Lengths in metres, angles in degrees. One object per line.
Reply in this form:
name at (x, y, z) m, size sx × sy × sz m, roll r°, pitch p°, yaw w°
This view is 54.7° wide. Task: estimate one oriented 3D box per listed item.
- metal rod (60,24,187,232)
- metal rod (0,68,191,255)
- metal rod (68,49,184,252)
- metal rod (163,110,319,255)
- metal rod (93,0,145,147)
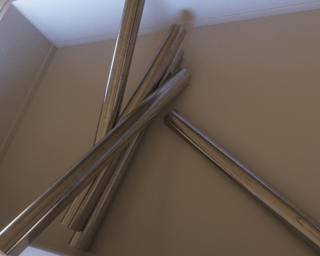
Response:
metal rod at (-0.038, -0.013, 0.400) m, size 0.025 × 0.025 × 0.300 m, roll 15°, pitch 69°, yaw 34°
metal rod at (-0.048, 0.014, 0.344) m, size 0.025 × 0.025 × 0.301 m, roll 12°, pitch 43°, yaw 33°
metal rod at (-0.037, 0.014, 0.416) m, size 0.025 × 0.025 × 0.300 m, roll 13°, pitch 68°, yaw 33°
metal rod at (0.102, 0.065, 0.312) m, size 0.025 × 0.025 × 0.300 m, roll -45°, pitch 51°, yaw -3°
metal rod at (-0.053, -0.074, 0.405) m, size 0.025 × 0.025 × 0.298 m, roll 14°, pitch 92°, yaw 34°
